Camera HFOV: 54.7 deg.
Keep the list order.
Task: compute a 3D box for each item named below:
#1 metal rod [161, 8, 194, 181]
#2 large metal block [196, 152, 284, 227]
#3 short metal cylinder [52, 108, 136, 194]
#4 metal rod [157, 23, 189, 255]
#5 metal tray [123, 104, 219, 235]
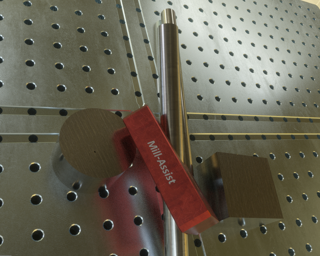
[{"bbox_3d":[0.022,-0.067,0.460,0.025,0.025,0.299,10,57,-23],"label":"metal rod"},{"bbox_3d":[0.099,0.081,0.396,0.081,0.050,0.080,9,58,-24],"label":"large metal block"},{"bbox_3d":[-0.072,0.025,0.338,0.081,0.050,0.080,14,56,-21],"label":"short metal cylinder"},{"bbox_3d":[0.014,0.027,0.342,0.025,0.025,0.299,4,78,-27],"label":"metal rod"},{"bbox_3d":[0.013,0.047,0.333,0.030,0.090,0.130,-31,65,3],"label":"metal tray"}]
